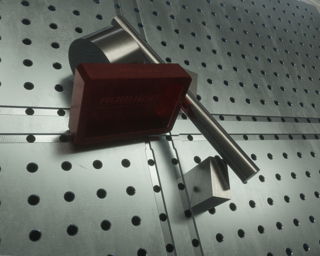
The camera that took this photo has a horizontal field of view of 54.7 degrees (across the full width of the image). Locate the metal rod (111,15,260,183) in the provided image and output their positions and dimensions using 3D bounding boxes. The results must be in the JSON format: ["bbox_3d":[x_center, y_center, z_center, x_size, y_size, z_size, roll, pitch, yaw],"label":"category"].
[{"bbox_3d":[0.021,-0.053,0.417,0.025,0.025,0.300,-21,62,-36],"label":"metal rod"}]

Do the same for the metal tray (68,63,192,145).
[{"bbox_3d":[-0.035,-0.030,0.363,0.131,0.089,0.030,-7,44,-32],"label":"metal tray"}]

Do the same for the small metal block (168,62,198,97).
[{"bbox_3d":[0.028,-0.065,0.464,0.050,0.025,0.050,20,54,-17],"label":"small metal block"}]

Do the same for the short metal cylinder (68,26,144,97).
[{"bbox_3d":[-0.067,-0.081,0.387,0.080,0.080,0.050,47,51,4],"label":"short metal cylinder"}]

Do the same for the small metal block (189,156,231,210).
[{"bbox_3d":[0.060,0.070,0.384,0.025,0.050,0.050,14,56,-21],"label":"small metal block"}]
